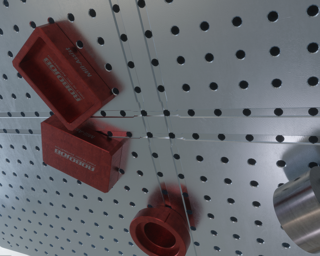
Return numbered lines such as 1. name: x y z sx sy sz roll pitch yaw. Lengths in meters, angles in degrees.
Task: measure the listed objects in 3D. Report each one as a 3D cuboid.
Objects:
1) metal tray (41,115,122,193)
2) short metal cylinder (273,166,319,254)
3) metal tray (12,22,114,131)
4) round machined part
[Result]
1. metal tray: -0.129 0.041 0.502 0.130 0.030 0.089 23 127 14
2. short metal cylinder: 0.173 0.089 0.340 0.080 0.080 0.050 42 129 -1
3. metal tray: -0.138 -0.068 0.438 0.090 0.030 0.130 -32 101 38
4. round machined part: 0.004 0.166 0.501 0.098 0.042 0.097 13 124 21
